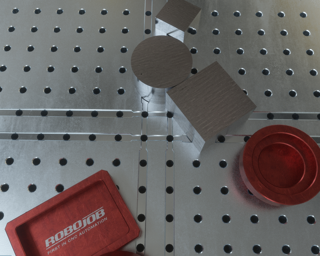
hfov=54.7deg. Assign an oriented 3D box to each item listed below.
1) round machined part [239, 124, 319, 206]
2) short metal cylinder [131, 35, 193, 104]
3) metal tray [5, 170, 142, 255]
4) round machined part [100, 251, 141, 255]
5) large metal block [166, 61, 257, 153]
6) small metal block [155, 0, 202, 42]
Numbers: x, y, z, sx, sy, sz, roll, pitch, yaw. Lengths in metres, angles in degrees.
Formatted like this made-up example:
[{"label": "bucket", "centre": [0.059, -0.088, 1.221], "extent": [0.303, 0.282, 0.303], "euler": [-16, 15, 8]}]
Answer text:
[{"label": "round machined part", "centre": [0.148, 0.048, 0.386], "extent": [0.099, 0.042, 0.098], "euler": [0, 70, 0]}, {"label": "short metal cylinder", "centre": [0.002, -0.079, 0.427], "extent": [0.081, 0.050, 0.080], "euler": [0, 70, 0]}, {"label": "metal tray", "centre": [-0.099, 0.120, 0.364], "extent": [0.131, 0.030, 0.090], "euler": [-29, 73, -10]}, {"label": "round machined part", "centre": [-0.045, 0.179, 0.327], "extent": [0.099, 0.042, 0.097], "euler": [1, 86, -10]}, {"label": "large metal block", "centre": [0.064, -0.027, 0.409], "extent": [0.080, 0.050, 0.080], "euler": [-33, 74, -11]}, {"label": "small metal block", "centre": [0.028, -0.167, 0.473], "extent": [0.050, 0.025, 0.050], "euler": [31, 73, 10]}]
